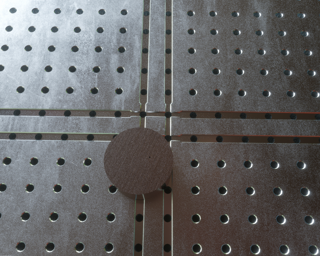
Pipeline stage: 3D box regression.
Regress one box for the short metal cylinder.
[{"bbox_3d":[-0.025,0.045,0.382,0.081,0.050,0.080,0,70,0],"label":"short metal cylinder"}]
